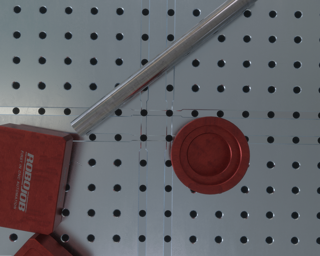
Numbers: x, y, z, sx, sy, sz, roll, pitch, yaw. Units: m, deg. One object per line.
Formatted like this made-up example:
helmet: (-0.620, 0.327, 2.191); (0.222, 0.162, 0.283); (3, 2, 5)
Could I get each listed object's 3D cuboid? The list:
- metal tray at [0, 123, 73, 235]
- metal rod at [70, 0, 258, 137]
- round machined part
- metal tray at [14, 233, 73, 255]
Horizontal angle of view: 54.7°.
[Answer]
metal tray: (-0.170, 0.065, 0.402); (0.091, 0.030, 0.129); (10, 97, 0)
metal rod: (0.008, -0.091, 0.413); (0.300, 0.025, 0.025); (-38, 90, 0)
round machined part: (0.063, 0.034, 0.405); (0.099, 0.042, 0.097); (0, 90, 0)
metal tray: (-0.170, 0.212, 0.405); (0.090, 0.030, 0.130); (42, 94, 0)
